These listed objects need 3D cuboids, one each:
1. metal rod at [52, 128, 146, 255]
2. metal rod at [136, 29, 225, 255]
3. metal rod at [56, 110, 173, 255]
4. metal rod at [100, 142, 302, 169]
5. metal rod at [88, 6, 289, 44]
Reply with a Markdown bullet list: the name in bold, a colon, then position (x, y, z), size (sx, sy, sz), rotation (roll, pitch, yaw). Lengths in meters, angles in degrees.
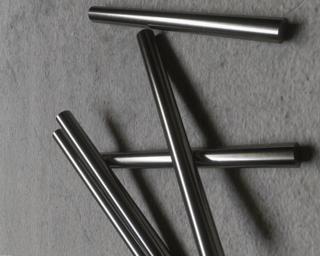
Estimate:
- **metal rod**: position (-0.088, 0.104, 0.474), size (0.300, 0.025, 0.025), rotation (46, 117, 30)
- **metal rod**: position (0.018, 0.006, 0.360), size (0.025, 0.025, 0.299), rotation (-33, 61, 35)
- **metal rod**: position (-0.058, 0.091, 0.425), size (0.300, 0.025, 0.025), rotation (51, 120, 19)
- **metal rod**: position (0.016, 0.039, 0.390), size (0.300, 0.025, 0.025), rotation (-6, 86, 39)
- **metal rod**: position (0.009, -0.137, 0.395), size (0.300, 0.025, 0.025), rotation (20, 103, 37)
